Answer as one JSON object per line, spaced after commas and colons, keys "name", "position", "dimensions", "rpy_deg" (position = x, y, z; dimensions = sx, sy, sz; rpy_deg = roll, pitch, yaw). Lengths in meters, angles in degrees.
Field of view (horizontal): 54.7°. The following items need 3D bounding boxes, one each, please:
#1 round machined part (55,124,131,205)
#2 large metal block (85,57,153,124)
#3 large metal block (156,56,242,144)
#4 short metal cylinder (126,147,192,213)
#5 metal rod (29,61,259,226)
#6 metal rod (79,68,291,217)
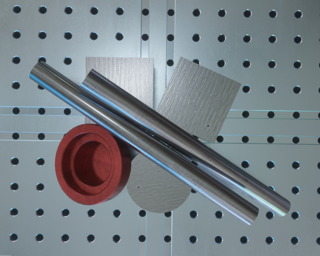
{"name": "round machined part", "position": [-0.079, 0.044, 0.389], "dimensions": [0.098, 0.042, 0.097], "rpy_deg": [-1, 86, 23]}
{"name": "large metal block", "position": [-0.049, -0.045, 0.393], "dimensions": [0.081, 0.050, 0.079], "rpy_deg": [1, 90, 0]}
{"name": "large metal block", "position": [0.045, -0.034, 0.396], "dimensions": [0.080, 0.050, 0.080], "rpy_deg": [24, 90, 0]}
{"name": "short metal cylinder", "position": [-0.001, 0.062, 0.396], "dimensions": [0.081, 0.050, 0.079], "rpy_deg": [0, 90, 0]}
{"name": "metal rod", "position": [-0.017, 0.018, 0.358], "dimensions": [0.301, 0.025, 0.025], "rpy_deg": [34, 90, -1]}
{"name": "metal rod", "position": [0.042, 0.026, 0.373], "dimensions": [0.301, 0.025, 0.025], "rpy_deg": [33, 90, -15]}
